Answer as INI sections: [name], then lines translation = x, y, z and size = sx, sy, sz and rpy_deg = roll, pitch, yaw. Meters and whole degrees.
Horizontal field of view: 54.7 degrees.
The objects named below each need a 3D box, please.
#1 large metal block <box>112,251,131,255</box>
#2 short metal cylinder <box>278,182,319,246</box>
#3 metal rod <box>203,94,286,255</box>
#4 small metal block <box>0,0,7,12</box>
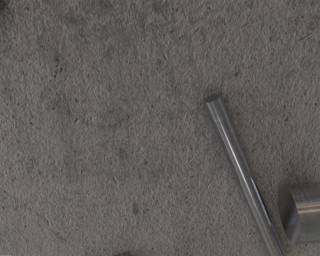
[large metal block]
translation = -0.073, 0.253, 0.489
size = 0.080, 0.050, 0.080
rpy_deg = -21, 109, 7
[short metal cylinder]
translation = 0.202, 0.116, 0.425
size = 0.050, 0.080, 0.079
rpy_deg = -7, 110, 2
[metal rod]
translation = 0.129, 0.089, 0.443
size = 0.025, 0.025, 0.299
rpy_deg = -24, 109, 8
[small metal block]
translation = -0.217, -0.144, 0.355
size = 0.050, 0.025, 0.050
rpy_deg = -40, 106, 13
